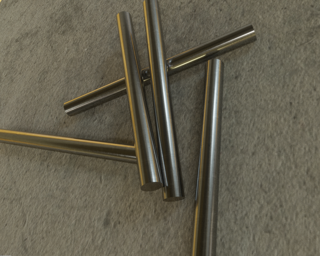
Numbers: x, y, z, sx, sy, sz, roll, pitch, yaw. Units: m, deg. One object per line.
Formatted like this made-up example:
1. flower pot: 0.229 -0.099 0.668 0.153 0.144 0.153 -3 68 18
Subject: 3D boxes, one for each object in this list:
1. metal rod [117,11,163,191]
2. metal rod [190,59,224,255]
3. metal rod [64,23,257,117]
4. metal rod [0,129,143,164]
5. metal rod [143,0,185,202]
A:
1. metal rod: -0.034 -0.058 0.423 0.025 0.025 0.299 -22 55 15
2. metal rod: 0.054 0.046 0.346 0.025 0.025 0.299 -6 59 25
3. metal rod: -0.010 -0.080 0.456 0.301 0.025 0.025 -20 54 15
4. metal rod: -0.145 0.024 0.462 0.300 0.025 0.025 5 64 30
5. metal rod: 0.001 -0.055 0.410 0.025 0.025 0.299 -16 63 19
